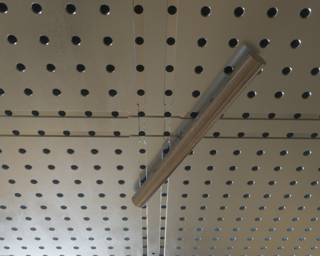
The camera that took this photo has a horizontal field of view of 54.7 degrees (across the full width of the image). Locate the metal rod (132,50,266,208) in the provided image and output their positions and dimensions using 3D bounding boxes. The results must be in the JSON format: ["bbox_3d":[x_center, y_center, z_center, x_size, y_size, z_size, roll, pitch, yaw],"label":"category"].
[{"bbox_3d":[0.037,0.021,0.430,0.025,0.025,0.298,23,126,-19],"label":"metal rod"}]
